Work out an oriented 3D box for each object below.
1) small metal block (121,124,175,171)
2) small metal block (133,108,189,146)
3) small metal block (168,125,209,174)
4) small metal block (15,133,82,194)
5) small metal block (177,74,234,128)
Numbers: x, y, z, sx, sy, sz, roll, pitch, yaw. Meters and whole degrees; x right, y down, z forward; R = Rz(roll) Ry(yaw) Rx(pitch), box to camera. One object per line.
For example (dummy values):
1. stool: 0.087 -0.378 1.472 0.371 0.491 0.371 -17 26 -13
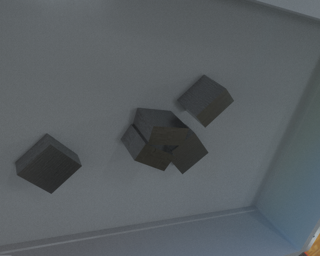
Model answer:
1. small metal block: -0.016 0.025 0.401 0.050 0.050 0.025 26 104 -37
2. small metal block: 0.000 -0.002 0.393 0.050 0.050 0.025 4 117 -31
3. small metal block: 0.035 0.031 0.449 0.050 0.025 0.050 -40 130 -2
4. small metal block: -0.130 0.043 0.365 0.050 0.025 0.050 -43 130 1
5. small metal block: 0.058 -0.036 0.404 0.050 0.050 0.025 -43 130 1
